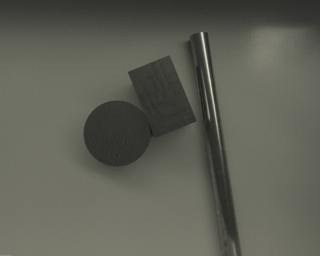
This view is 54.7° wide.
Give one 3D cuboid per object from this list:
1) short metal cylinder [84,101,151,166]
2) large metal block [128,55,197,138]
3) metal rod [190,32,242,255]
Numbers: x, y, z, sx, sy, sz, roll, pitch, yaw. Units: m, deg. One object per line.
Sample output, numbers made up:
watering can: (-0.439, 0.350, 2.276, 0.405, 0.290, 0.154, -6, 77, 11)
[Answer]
short metal cylinder: (-0.052, 0.006, 0.398, 0.081, 0.050, 0.079, 0, 90, -1)
large metal block: (0.002, -0.035, 0.384, 0.050, 0.080, 0.080, -23, 90, 0)
metal rod: (0.074, 0.024, 0.412, 0.025, 0.025, 0.298, -9, 90, 0)
